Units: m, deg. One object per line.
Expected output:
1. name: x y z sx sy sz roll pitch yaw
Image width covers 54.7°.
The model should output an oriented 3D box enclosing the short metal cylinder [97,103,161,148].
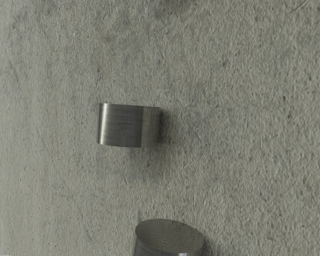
1. short metal cylinder: -0.041 -0.005 0.403 0.080 0.081 0.050 7 94 40

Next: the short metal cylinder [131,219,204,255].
1. short metal cylinder: 0.007 0.148 0.363 0.080 0.081 0.050 15 100 39
